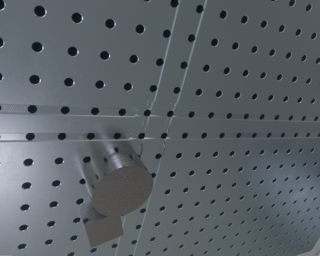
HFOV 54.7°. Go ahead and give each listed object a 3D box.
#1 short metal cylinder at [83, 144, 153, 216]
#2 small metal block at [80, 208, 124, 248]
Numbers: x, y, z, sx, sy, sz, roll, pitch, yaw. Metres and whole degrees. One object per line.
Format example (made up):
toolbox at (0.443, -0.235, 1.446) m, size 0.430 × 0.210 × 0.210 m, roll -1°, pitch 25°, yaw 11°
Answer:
short metal cylinder at (-0.056, 0.068, 0.407) m, size 0.081 × 0.050 × 0.079 m, roll -14°, pitch 125°, yaw -21°
small metal block at (-0.084, 0.141, 0.453) m, size 0.050 × 0.025 × 0.050 m, roll -17°, pitch 125°, yaw -19°
